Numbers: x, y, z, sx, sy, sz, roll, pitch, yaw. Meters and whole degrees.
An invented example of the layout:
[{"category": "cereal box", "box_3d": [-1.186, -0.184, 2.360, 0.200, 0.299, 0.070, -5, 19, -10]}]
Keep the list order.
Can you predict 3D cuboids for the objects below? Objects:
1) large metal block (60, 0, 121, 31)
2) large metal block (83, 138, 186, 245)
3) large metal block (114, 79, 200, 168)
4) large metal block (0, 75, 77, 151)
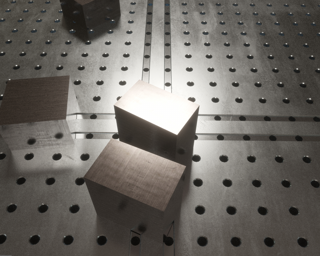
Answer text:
[{"category": "large metal block", "box_3d": [-0.134, -0.240, 0.591, 0.080, 0.050, 0.080, -37, 59, -27]}, {"category": "large metal block", "box_3d": [-0.023, 0.066, 0.316, 0.080, 0.080, 0.050, 20, 53, 15]}, {"category": "large metal block", "box_3d": [-0.004, 0.000, 0.372, 0.080, 0.080, 0.050, 25, 55, 19]}, {"category": "large metal block", "box_3d": [-0.156, -0.021, 0.407, 0.081, 0.050, 0.080, -5, 50, -5]}]
